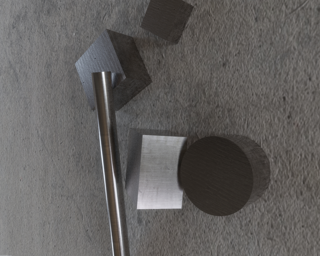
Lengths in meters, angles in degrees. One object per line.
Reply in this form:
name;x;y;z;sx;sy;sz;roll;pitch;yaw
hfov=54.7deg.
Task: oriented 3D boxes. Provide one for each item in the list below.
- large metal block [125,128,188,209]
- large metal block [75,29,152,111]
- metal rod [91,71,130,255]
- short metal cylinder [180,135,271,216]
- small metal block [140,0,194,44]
large metal block;-0.008;0.044;0.372;0.080;0.050;0.079;-162;76;-74
large metal block;-0.069;-0.080;0.445;0.080;0.050;0.080;-35;68;34
metal rod;-0.064;0.075;0.422;0.025;0.025;0.298;4;104;40
short metal cylinder;0.069;0.048;0.329;0.080;0.050;0.079;1;91;37
small metal block;0.008;-0.143;0.398;0.050;0.025;0.050;37;113;33
